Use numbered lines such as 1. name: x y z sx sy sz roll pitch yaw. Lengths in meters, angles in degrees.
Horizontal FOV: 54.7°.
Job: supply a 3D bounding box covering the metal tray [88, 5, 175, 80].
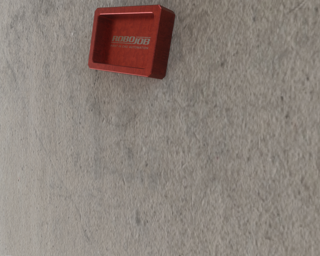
1. metal tray: -0.045 -0.121 0.436 0.130 0.030 0.089 15 100 38
